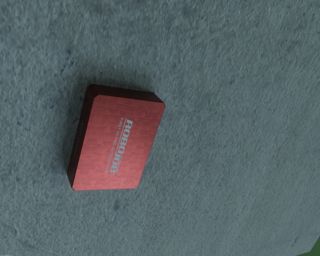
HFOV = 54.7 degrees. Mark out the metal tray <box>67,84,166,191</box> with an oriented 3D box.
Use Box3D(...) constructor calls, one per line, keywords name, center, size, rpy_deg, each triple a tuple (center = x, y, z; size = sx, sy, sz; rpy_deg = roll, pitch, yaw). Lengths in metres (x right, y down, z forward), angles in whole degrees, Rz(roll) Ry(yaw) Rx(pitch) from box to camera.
Box3D(name="metal tray", center=(-0.056, 0.016, 0.384), size=(0.091, 0.030, 0.129), rpy_deg=(5, 116, -31))
